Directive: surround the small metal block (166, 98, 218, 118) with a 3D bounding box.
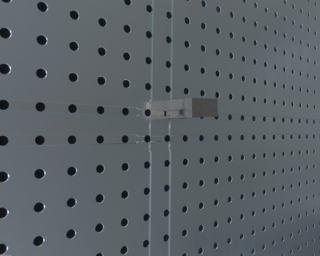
[{"bbox_3d":[0.044,-0.027,0.428,0.050,0.050,0.025,-3,92,-40],"label":"small metal block"}]
